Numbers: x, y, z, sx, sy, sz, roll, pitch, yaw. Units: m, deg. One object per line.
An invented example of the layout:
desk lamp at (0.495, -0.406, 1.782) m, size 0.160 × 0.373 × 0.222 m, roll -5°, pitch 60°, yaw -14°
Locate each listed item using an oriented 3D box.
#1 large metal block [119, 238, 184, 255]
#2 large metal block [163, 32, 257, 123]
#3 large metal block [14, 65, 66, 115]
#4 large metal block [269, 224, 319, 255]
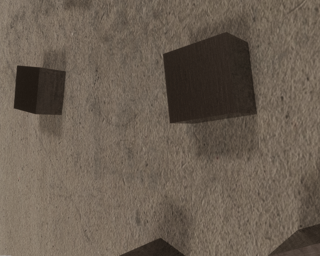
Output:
large metal block at (-0.017, 0.194, 0.381) m, size 0.050 × 0.081 × 0.079 m, roll 24°, pitch 105°, yaw 37°
large metal block at (0.054, -0.050, 0.343) m, size 0.080 × 0.050 × 0.080 m, roll -9°, pitch 84°, yaw 39°
large metal block at (-0.221, -0.069, 0.568) m, size 0.080 × 0.050 × 0.079 m, roll 12°, pitch 98°, yaw 39°
large metal block at (0.142, 0.126, 0.251) m, size 0.050 × 0.081 × 0.080 m, roll -34°, pitch 69°, yaw 35°
